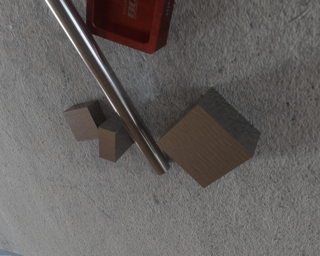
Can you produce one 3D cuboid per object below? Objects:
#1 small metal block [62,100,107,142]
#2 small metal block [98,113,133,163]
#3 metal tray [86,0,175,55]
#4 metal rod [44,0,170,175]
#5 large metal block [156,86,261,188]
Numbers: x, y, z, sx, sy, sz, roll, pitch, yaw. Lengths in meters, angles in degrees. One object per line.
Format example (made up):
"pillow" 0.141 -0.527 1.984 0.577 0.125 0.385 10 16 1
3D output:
"small metal block" -0.107 -0.010 0.455 0.050 0.025 0.050 -9 114 31
"small metal block" -0.060 0.011 0.427 0.025 0.050 0.050 18 125 18
"metal tray" -0.029 -0.153 0.322 0.090 0.030 0.129 22 127 14
"metal rod" -0.064 -0.058 0.375 0.025 0.025 0.299 -11 122 33
"large metal block" 0.057 0.012 0.368 0.080 0.050 0.080 44 129 -3
